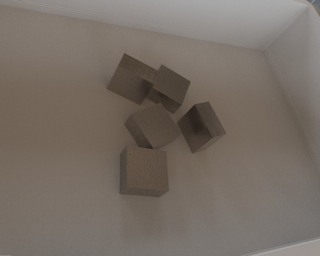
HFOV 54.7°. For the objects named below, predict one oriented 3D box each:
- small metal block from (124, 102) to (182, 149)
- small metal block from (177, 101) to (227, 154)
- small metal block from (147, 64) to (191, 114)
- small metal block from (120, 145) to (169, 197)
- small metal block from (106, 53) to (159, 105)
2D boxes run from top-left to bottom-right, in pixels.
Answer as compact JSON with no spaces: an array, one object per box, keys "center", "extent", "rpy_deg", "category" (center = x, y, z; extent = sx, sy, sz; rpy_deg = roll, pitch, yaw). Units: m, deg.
[{"center":[-0.009,0.001,0.400],"extent":[0.050,0.025,0.050],"rpy_deg":[-26,76,-37],"category":"small metal block"},{"center":[0.055,0.000,0.419],"extent":[0.025,0.050,0.050],"rpy_deg":[-14,69,-34],"category":"small metal block"},{"center":[0.011,-0.056,0.446],"extent":[0.050,0.025,0.050],"rpy_deg":[30,52,-9],"category":"small metal block"},{"center":[-0.019,0.052,0.364],"extent":[0.050,0.025,0.050],"rpy_deg":[10,57,-23],"category":"small metal block"},{"center":[-0.036,-0.063,0.408],"extent":[0.050,0.050,0.025],"rpy_deg":[26,53,-12],"category":"small metal block"}]
